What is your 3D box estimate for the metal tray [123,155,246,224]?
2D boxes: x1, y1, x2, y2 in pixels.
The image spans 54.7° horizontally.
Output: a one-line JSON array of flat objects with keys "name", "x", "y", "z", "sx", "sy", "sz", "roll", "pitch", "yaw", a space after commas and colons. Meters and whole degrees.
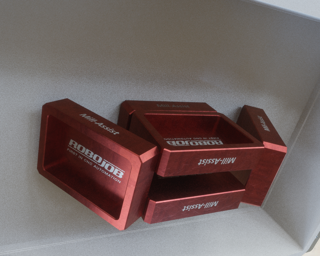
[{"name": "metal tray", "x": 0.027, "y": 0.066, "z": 0.381, "sx": 0.131, "sy": 0.090, "sz": 0.030, "roll": -1, "pitch": 118, "yaw": -29}]

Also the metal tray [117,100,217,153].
[{"name": "metal tray", "x": 0.007, "y": 0.011, "z": 0.414, "sx": 0.131, "sy": 0.030, "sz": 0.089, "roll": -1, "pitch": 119, "yaw": -29}]

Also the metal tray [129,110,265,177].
[{"name": "metal tray", "x": 0.041, "y": 0.013, "z": 0.355, "sx": 0.131, "sy": 0.090, "sz": 0.030, "roll": 0, "pitch": 118, "yaw": -29}]

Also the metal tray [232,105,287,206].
[{"name": "metal tray", "x": 0.126, "y": 0.033, "z": 0.429, "sx": 0.030, "sy": 0.130, "sz": 0.089, "roll": 14, "pitch": 115, "yaw": -2}]

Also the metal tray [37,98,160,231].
[{"name": "metal tray", "x": -0.071, "y": 0.035, "z": 0.324, "sx": 0.030, "sy": 0.130, "sz": 0.089, "roll": -26, "pitch": 137, "yaw": -55}]
